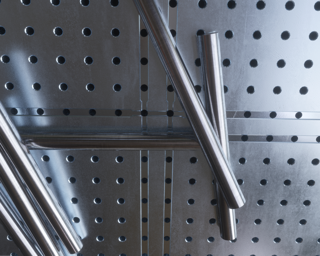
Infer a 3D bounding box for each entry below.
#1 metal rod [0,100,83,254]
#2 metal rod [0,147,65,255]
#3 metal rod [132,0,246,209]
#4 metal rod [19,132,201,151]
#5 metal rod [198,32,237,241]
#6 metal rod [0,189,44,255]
[{"bbox_3d":[-0.172,0.059,0.411,0.025,0.025,0.299,-15,118,5],"label":"metal rod"},{"bbox_3d":[-0.185,0.116,0.438,0.025,0.025,0.299,-14,116,5],"label":"metal rod"},{"bbox_3d":[0.039,-0.030,0.385,0.025,0.025,0.299,-24,102,8],"label":"metal rod"},{"bbox_3d":[-0.094,0.018,0.419,0.302,0.025,0.025,0,110,-1],"label":"metal rod"},{"bbox_3d":[0.081,0.025,0.423,0.025,0.025,0.298,-9,110,3],"label":"metal rod"},{"bbox_3d":[-0.220,0.145,0.465,0.025,0.025,0.299,-21,109,7],"label":"metal rod"}]
